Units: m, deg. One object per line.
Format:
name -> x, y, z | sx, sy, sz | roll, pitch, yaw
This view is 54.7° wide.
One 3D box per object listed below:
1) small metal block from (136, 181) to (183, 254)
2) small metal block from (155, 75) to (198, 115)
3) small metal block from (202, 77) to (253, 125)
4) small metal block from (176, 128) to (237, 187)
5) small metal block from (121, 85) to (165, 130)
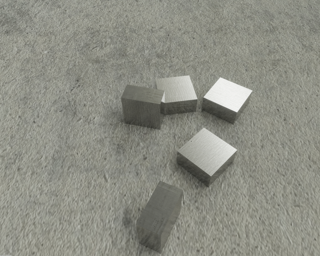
small metal block -> 0.000, 0.090, 0.311 | 0.025, 0.050, 0.050 | 20, 53, 16
small metal block -> 0.022, -0.047, 0.443 | 0.050, 0.025, 0.050 | -7, 50, -6
small metal block -> 0.094, -0.039, 0.436 | 0.050, 0.025, 0.050 | 28, 55, 21
small metal block -> 0.056, 0.034, 0.374 | 0.050, 0.025, 0.050 | 36, 59, 26
small metal block -> -0.021, -0.027, 0.409 | 0.050, 0.050, 0.025 | 10, 51, 8
